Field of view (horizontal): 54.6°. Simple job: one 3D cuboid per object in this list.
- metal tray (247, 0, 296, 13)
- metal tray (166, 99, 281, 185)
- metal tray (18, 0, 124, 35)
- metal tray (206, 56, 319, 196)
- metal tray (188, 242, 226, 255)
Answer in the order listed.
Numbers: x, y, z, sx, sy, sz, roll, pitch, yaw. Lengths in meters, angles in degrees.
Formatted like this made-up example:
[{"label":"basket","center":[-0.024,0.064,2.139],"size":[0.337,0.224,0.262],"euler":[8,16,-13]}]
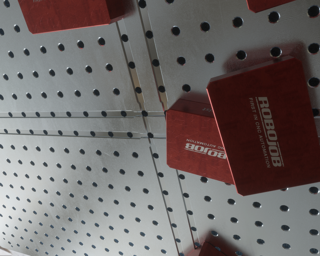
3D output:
[{"label":"metal tray","center":[0.103,-0.172,0.248],"size":[0.090,0.030,0.129],"euler":[-9,114,32]},{"label":"metal tray","center":[0.073,0.021,0.382],"size":[0.130,0.030,0.089],"euler":[13,124,21]},{"label":"metal tray","center":[-0.114,-0.165,0.367],"size":[0.130,0.030,0.090],"euler":[3,120,27]},{"label":"metal tray","center":[0.110,0.000,0.323],"size":[0.090,0.030,0.129],"euler":[-15,104,15]},{"label":"metal tray","center":[0.077,0.257,0.526],"size":[0.090,0.030,0.129],"euler":[36,129,4]}]
